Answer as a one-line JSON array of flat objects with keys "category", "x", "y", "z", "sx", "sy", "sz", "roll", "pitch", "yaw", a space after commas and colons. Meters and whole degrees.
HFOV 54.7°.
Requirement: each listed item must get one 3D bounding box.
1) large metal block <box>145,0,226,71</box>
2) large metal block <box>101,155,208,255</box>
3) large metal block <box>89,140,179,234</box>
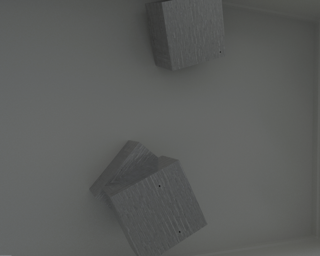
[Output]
[{"category": "large metal block", "x": 0.034, "y": -0.126, "z": 0.398, "sx": 0.081, "sy": 0.050, "sz": 0.079, "roll": -19, "pitch": 116, "yaw": -19}, {"category": "large metal block", "x": -0.007, "y": 0.086, "z": 0.343, "sx": 0.081, "sy": 0.050, "sz": 0.080, "roll": -27, "pitch": 99, "yaw": -18}, {"category": "large metal block", "x": -0.028, "y": 0.072, "z": 0.388, "sx": 0.080, "sy": 0.050, "sz": 0.080, "roll": 42, "pitch": 77, "yaw": -16}]
